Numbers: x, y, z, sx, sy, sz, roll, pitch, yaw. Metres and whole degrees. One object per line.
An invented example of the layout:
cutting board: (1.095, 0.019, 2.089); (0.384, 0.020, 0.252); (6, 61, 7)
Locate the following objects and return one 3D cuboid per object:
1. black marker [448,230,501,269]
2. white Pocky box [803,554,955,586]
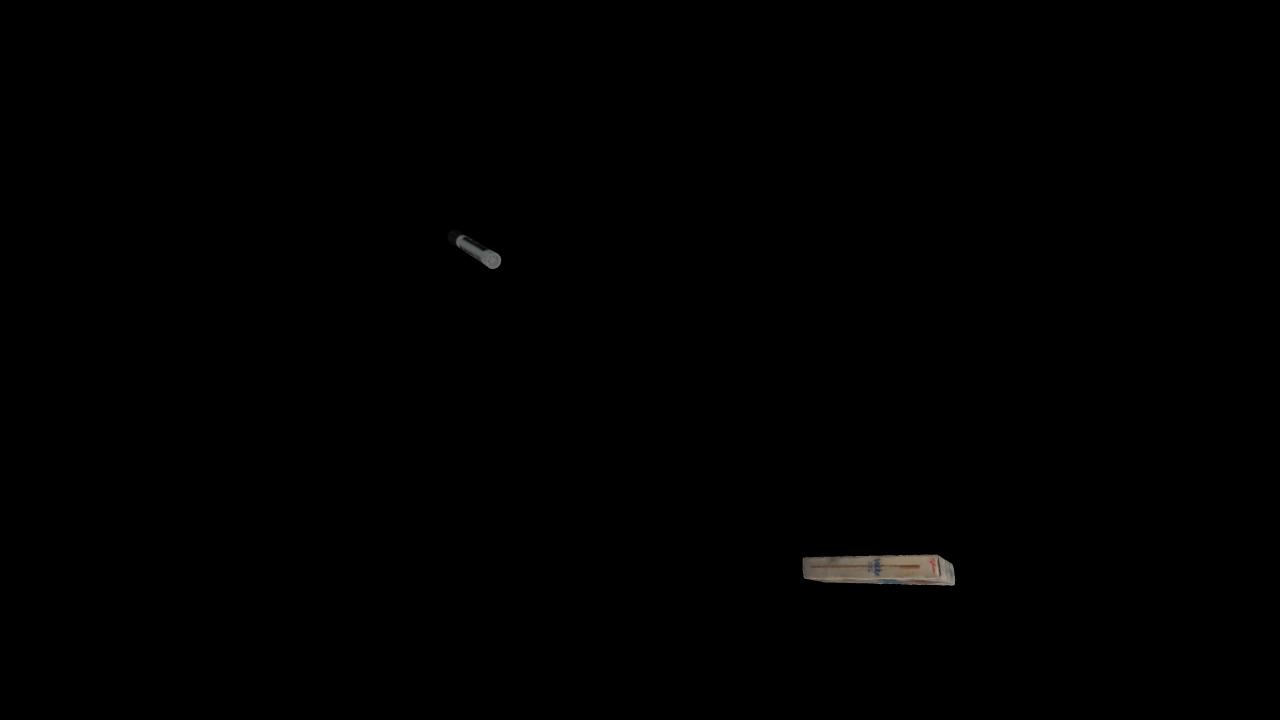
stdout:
black marker: (-0.198, -0.133, 0.727); (0.020, 0.020, 0.121); (0, 22, -39)
white Pocky box: (0.280, 0.248, 0.727); (0.154, 0.028, 0.084); (-13, -28, 33)
